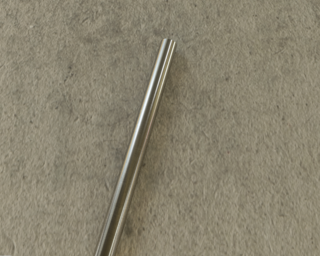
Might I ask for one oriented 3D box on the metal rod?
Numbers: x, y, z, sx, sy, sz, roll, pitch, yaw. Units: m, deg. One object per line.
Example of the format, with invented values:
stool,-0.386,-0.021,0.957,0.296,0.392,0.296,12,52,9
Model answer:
metal rod,-0.026,0.013,0.403,0.025,0.025,0.299,14,70,5
